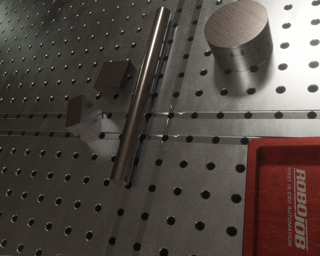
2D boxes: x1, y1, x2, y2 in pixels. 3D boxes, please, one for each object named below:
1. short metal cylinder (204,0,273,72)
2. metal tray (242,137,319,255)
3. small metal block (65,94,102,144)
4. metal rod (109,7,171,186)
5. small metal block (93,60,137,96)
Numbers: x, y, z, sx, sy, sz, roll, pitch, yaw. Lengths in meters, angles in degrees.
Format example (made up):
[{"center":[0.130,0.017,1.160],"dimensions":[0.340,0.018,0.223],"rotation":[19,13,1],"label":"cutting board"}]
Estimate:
[{"center":[0.105,-0.121,0.411],"dimensions":[0.080,0.050,0.080],"rotation":[-13,56,21],"label":"short metal cylinder"},{"center":[0.129,0.073,0.292],"dimensions":[0.090,0.030,0.130],"rotation":[-3,60,26],"label":"metal tray"},{"center":[-0.111,-0.013,0.456],"dimensions":[0.025,0.050,0.050],"rotation":[-17,55,18],"label":"small metal block"},{"center":[-0.023,-0.063,0.457],"dimensions":[0.025,0.025,0.299],"rotation":[-2,61,27],"label":"metal rod"},{"center":[-0.071,-0.078,0.492],"dimensions":[0.050,0.025,0.050],"rotation":[4,63,29],"label":"small metal block"}]
